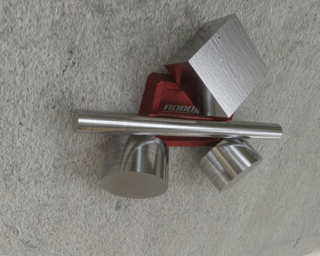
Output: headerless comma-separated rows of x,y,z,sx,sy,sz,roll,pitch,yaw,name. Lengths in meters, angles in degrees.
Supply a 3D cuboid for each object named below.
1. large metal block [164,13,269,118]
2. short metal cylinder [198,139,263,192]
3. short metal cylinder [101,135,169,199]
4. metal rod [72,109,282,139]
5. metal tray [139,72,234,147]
0.066,-0.069,0.357,0.080,0.050,0.080,-48,115,-16,large metal block
0.104,0.052,0.460,0.080,0.050,0.080,-32,158,-15,short metal cylinder
-0.029,0.049,0.383,0.080,0.050,0.080,1,146,1,short metal cylinder
0.044,-0.001,0.393,0.302,0.025,0.025,3,117,-30,metal rod
0.038,-0.021,0.414,0.131,0.030,0.089,2,118,-29,metal tray
